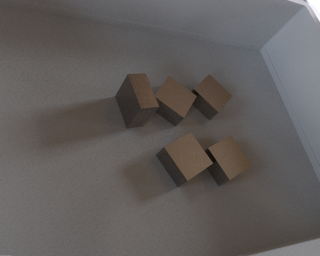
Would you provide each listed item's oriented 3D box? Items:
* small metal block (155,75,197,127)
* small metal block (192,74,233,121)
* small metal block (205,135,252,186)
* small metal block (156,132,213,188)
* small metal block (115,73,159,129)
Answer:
[{"bbox_3d":[0.018,-0.039,0.440,0.050,0.025,0.050,36,51,-5],"label":"small metal block"},{"bbox_3d":[0.076,-0.048,0.478,0.050,0.025,0.050,44,51,2],"label":"small metal block"},{"bbox_3d":[0.090,0.045,0.429,0.050,0.025,0.050,-24,75,-37],"label":"small metal block"},{"bbox_3d":[0.032,0.040,0.400,0.050,0.025,0.050,-27,76,-37],"label":"small metal block"},{"bbox_3d":[-0.031,-0.034,0.395,0.025,0.050,0.050,-9,66,-32],"label":"small metal block"}]
